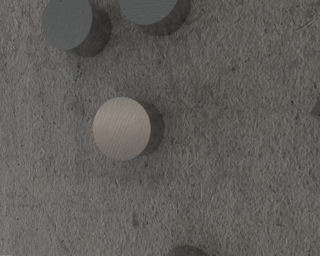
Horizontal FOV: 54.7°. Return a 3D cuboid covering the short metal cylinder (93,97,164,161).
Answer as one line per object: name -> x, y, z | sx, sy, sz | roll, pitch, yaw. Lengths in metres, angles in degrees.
short metal cylinder -> -0.040, 0.001, 0.410 | 0.080, 0.050, 0.080 | 0, 90, 20

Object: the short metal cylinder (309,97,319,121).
short metal cylinder -> 0.201, -0.017, 0.309 | 0.080, 0.080, 0.050 | 31, 100, 17

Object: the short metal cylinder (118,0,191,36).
short metal cylinder -> -0.006, -0.165, 0.398 | 0.080, 0.050, 0.080 | 0, 90, 20

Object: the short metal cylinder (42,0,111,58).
short metal cylinder -> -0.117, -0.144, 0.437 | 0.080, 0.050, 0.080 | 0, 90, 20

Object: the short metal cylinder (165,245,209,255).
short metal cylinder -> 0.030, 0.195, 0.385 | 0.080, 0.050, 0.080 | 0, 90, 20
